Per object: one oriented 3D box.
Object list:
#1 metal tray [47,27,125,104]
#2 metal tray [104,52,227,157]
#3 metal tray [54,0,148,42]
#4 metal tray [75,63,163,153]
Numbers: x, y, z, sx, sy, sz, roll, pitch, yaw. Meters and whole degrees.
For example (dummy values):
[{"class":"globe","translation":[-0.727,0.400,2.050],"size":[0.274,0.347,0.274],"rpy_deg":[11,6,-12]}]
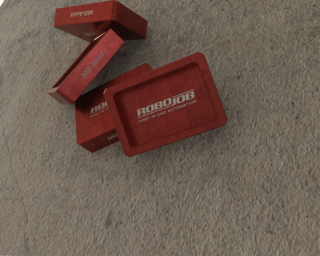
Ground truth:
[{"class":"metal tray","translation":[-0.119,-0.096,0.493],"size":[0.130,0.030,0.090],"rpy_deg":[-54,25,-14]},{"class":"metal tray","translation":[0.007,-0.026,0.380],"size":[0.130,0.030,0.090],"rpy_deg":[-19,88,13]},{"class":"metal tray","translation":[-0.098,-0.174,0.517],"size":[0.130,0.090,0.030],"rpy_deg":[6,89,31]},{"class":"metal tray","translation":[-0.060,-0.029,0.450],"size":[0.130,0.030,0.090],"rpy_deg":[-24,53,13]}]
